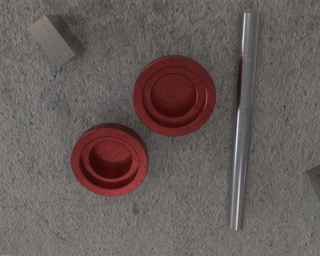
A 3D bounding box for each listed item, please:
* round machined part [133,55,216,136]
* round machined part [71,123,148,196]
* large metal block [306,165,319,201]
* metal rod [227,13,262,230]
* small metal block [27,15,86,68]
[{"bbox_3d":[0.017,-0.042,0.385,0.099,0.042,0.097,0,110,0],"label":"round machined part"},{"bbox_3d":[-0.064,0.039,0.414,0.099,0.042,0.097,0,110,0],"label":"round machined part"},{"bbox_3d":[0.253,0.097,0.418,0.050,0.080,0.080,-28,108,10],"label":"large metal block"},{"bbox_3d":[0.109,0.005,0.412,0.025,0.025,0.298,-2,110,0],"label":"metal rod"},{"bbox_3d":[-0.117,-0.101,0.358,0.025,0.050,0.050,-32,107,11],"label":"small metal block"}]
